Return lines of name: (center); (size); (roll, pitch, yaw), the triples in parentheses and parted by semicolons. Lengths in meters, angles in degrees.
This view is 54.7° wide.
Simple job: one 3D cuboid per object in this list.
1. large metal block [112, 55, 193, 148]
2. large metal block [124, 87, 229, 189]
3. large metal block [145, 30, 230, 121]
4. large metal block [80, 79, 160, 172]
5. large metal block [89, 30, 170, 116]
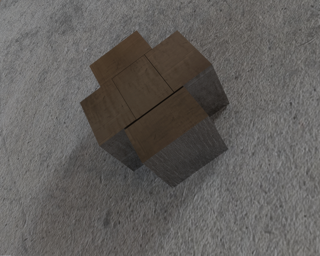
large metal block: (-0.006, -0.031, 0.392); (0.050, 0.080, 0.080); (-36, 51, 4)
large metal block: (0.021, 0.014, 0.350); (0.080, 0.080, 0.050); (-36, 51, 4)
large metal block: (0.035, -0.061, 0.389); (0.050, 0.080, 0.080); (-36, 51, 4)
large metal block: (-0.047, -0.002, 0.395); (0.050, 0.080, 0.080); (-36, 51, 4)
large metal block: (-0.036, -0.073, 0.433); (0.080, 0.080, 0.050); (-36, 51, 4)
